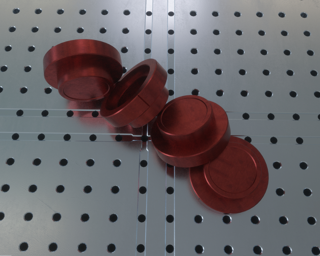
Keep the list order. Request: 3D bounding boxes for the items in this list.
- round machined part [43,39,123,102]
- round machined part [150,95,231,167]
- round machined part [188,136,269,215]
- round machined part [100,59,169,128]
[{"bbox_3d":[-0.096,-0.067,0.397,0.099,0.098,0.042,-10,71,-4],"label":"round machined part"},{"bbox_3d":[0.034,-0.003,0.382,0.098,0.042,0.098,-12,44,12],"label":"round machined part"},{"bbox_3d":[0.085,0.055,0.383,0.099,0.042,0.098,0,70,0],"label":"round machined part"},{"bbox_3d":[-0.027,-0.039,0.398,0.042,0.098,0.098,43,71,-27],"label":"round machined part"}]
